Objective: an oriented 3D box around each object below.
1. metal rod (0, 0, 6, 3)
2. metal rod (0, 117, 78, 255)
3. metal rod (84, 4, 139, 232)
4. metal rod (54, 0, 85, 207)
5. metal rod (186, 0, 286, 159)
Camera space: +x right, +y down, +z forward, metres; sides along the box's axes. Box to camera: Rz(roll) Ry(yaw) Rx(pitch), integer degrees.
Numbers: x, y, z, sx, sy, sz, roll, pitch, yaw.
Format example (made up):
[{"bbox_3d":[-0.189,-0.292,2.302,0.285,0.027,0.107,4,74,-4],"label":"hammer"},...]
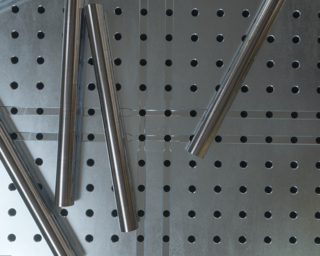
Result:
[{"bbox_3d":[-0.198,-0.188,0.410,0.301,0.025,0.025,-25,90,-1],"label":"metal rod"},{"bbox_3d":[-0.189,0.055,0.410,0.025,0.025,0.299,-29,90,0],"label":"metal rod"},{"bbox_3d":[-0.064,-0.013,0.412,0.025,0.025,0.298,-9,90,0],"label":"metal rod"},{"bbox_3d":[-0.119,-0.047,0.411,0.025,0.025,0.298,3,90,-1],"label":"metal rod"},{"bbox_3d":[0.116,-0.097,0.414,0.025,0.025,0.299,28,90,-1],"label":"metal rod"}]
